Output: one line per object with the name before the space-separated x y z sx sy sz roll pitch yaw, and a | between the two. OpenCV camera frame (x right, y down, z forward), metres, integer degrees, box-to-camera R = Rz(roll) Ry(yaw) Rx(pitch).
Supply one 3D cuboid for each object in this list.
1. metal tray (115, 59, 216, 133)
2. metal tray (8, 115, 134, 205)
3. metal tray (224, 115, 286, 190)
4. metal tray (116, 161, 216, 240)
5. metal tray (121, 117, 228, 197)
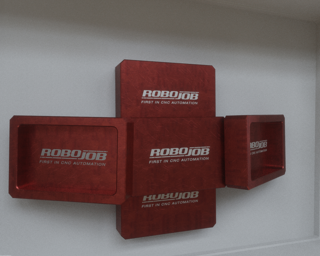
metal tray | 0.009 -0.039 0.408 0.131 0.030 0.089 -1 90 -21
metal tray | -0.096 0.032 0.338 0.131 0.030 0.089 1 91 9
metal tray | 0.133 0.027 0.422 0.131 0.030 0.089 -3 92 -49
metal tray | 0.009 0.090 0.408 0.131 0.030 0.089 -1 90 -21
metal tray | 0.019 0.032 0.381 0.131 0.030 0.089 -1 90 -21
